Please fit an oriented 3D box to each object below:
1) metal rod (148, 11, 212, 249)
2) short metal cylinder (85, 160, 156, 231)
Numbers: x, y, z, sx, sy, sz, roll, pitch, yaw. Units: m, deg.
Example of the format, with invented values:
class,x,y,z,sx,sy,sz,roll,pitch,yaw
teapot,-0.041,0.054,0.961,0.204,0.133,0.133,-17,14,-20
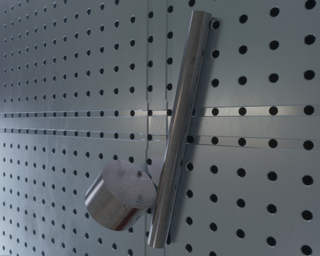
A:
class,x,y,z,sx,sy,sz,roll,pitch,yaw
metal rod,0.023,0.009,0.390,0.025,0.025,0.298,17,101,38
short metal cylinder,-0.053,0.089,0.417,0.080,0.081,0.050,52,121,27
